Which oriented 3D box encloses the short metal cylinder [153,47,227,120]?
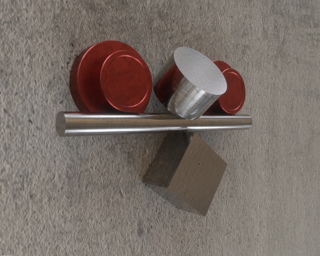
[{"bbox_3d":[0.038,-0.057,0.397,0.080,0.050,0.080,22,43,-22],"label":"short metal cylinder"}]

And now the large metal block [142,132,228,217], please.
[{"bbox_3d":[0.036,0.060,0.417,0.080,0.050,0.080,43,64,-32],"label":"large metal block"}]

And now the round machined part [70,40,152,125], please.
[{"bbox_3d":[-0.048,-0.051,0.354,0.099,0.042,0.097,0,90,-40],"label":"round machined part"}]

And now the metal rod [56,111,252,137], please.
[{"bbox_3d":[0.020,-0.007,0.395,0.302,0.025,0.025,-1,91,-40],"label":"metal rod"}]

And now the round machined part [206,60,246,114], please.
[{"bbox_3d":[0.094,-0.054,0.473,0.099,0.042,0.097,0,90,-40],"label":"round machined part"}]
